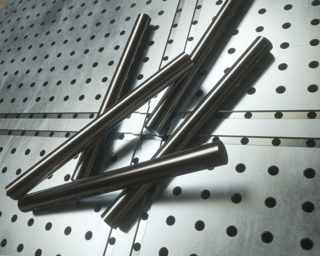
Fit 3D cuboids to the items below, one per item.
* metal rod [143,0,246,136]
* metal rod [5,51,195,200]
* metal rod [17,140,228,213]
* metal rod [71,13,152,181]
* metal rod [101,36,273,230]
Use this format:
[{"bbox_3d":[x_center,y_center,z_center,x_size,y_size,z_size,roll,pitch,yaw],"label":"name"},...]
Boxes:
[{"bbox_3d":[0.067,-0.120,0.445,0.025,0.025,0.300,23,74,36],"label":"metal rod"},{"bbox_3d":[-0.081,-0.001,0.416,0.300,0.025,0.025,-37,51,3],"label":"metal rod"},{"bbox_3d":[-0.065,0.066,0.373,0.300,0.025,0.025,-18,54,27],"label":"metal rod"},{"bbox_3d":[-0.068,-0.058,0.477,0.025,0.025,0.300,3,63,29],"label":"metal rod"},{"bbox_3d":[0.037,0.001,0.386,0.300,0.025,0.025,-48,52,-7],"label":"metal rod"}]
